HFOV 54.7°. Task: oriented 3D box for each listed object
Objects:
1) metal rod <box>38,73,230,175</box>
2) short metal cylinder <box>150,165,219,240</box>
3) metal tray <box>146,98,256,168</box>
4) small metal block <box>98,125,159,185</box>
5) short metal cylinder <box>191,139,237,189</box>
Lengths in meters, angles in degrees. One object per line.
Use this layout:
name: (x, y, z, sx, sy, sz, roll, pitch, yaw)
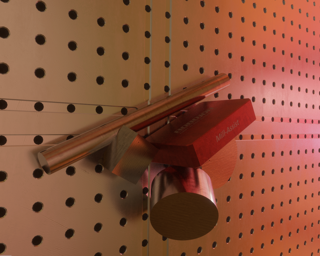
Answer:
metal rod: (-0.008, -0.020, 0.398, 0.302, 0.025, 0.025, -27, 107, -37)
short metal cylinder: (0.028, 0.092, 0.384, 0.080, 0.080, 0.050, 55, 17, -26)
metal tray: (0.053, 0.002, 0.406, 0.131, 0.090, 0.030, -33, 111, -35)
small metal block: (-0.035, 0.032, 0.359, 0.050, 0.025, 0.050, -56, 143, -7)
short metal cylinder: (0.065, 0.040, 0.436, 0.081, 0.050, 0.079, -11, 106, -42)
